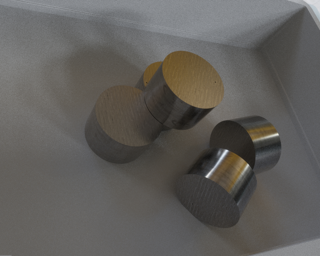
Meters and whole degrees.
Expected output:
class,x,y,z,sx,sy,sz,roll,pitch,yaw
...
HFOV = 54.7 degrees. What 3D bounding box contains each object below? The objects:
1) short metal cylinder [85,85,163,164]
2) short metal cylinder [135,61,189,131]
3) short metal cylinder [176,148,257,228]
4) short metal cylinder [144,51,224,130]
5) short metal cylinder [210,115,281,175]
class,x,y,z,sx,sy,sz,roll,pitch,yaw
short metal cylinder,-0.044,-0.004,0.370,0.081,0.050,0.080,14,56,-21
short metal cylinder,0.005,-0.043,0.420,0.081,0.050,0.080,14,56,-21
short metal cylinder,0.066,0.070,0.365,0.080,0.080,0.050,44,51,2
short metal cylinder,0.028,-0.044,0.369,0.081,0.050,0.080,14,56,-21
short metal cylinder,0.113,0.026,0.418,0.050,0.080,0.080,-10,67,-33
